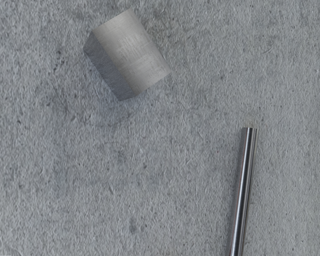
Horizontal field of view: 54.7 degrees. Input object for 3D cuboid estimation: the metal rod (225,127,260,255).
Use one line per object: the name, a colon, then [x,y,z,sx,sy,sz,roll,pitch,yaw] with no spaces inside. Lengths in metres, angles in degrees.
metal rod: [0.113,0.148,0.452,0.025,0.025,0.298,9,87,-20]

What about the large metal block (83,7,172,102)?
large metal block: [-0.042,-0.081,0.365,0.050,0.080,0.080,-37,102,-16]
